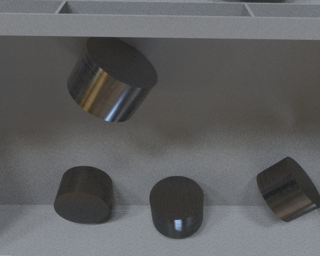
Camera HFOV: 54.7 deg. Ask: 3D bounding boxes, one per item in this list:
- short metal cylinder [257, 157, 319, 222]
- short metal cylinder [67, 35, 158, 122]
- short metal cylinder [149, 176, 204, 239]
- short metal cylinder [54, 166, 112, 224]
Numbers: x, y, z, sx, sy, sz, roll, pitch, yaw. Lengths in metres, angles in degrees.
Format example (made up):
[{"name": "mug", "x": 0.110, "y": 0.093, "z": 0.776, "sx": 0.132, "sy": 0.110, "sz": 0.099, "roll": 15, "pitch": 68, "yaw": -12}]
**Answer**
[{"name": "short metal cylinder", "x": 0.187, "y": 0.089, "z": 0.450, "sx": 0.080, "sy": 0.080, "sz": 0.050, "roll": 35, "pitch": 122, "yaw": -26}, {"name": "short metal cylinder", "x": -0.050, "y": -0.052, "z": 0.328, "sx": 0.080, "sy": 0.080, "sz": 0.050, "roll": 26, "pitch": 126, "yaw": -20}, {"name": "short metal cylinder", "x": 0.026, "y": 0.121, "z": 0.476, "sx": 0.080, "sy": 0.080, "sz": 0.050, "roll": -3, "pitch": 130, "yaw": 2}, {"name": "short metal cylinder", "x": -0.117, "y": 0.104, "z": 0.480, "sx": 0.081, "sy": 0.050, "sz": 0.079, "roll": 0, "pitch": 130, "yaw": 0}]
